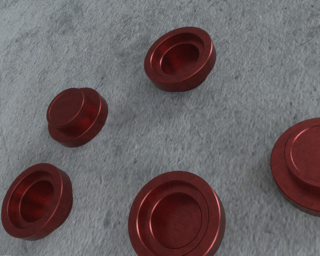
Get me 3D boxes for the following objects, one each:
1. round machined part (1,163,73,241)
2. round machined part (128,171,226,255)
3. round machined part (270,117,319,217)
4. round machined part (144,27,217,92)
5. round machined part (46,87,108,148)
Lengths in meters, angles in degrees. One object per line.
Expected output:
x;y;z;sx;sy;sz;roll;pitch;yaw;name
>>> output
-0.157;0.099;0.412;0.098;0.042;0.098;-13;56;20;round machined part
0.020;0.098;0.322;0.098;0.042;0.098;-13;56;20;round machined part
0.156;0.031;0.292;0.098;0.042;0.098;-13;56;20;round machined part
0.031;-0.090;0.431;0.098;0.042;0.098;-13;56;20;round machined part
-0.133;-0.023;0.474;0.098;0.042;0.098;-13;56;20;round machined part
